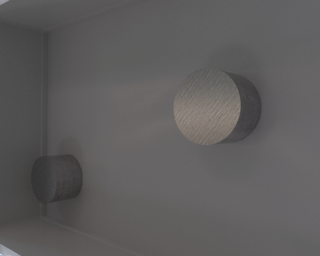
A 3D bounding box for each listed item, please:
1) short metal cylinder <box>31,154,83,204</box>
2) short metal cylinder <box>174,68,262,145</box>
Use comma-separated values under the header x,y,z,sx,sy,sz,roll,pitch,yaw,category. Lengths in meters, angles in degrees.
x,y,z,sx,sy,sz,roll,pitch,yaw,category
-0.180,0.087,0.540,0.080,0.050,0.080,0,90,40,short metal cylinder
0.062,-0.022,0.339,0.080,0.050,0.080,0,90,40,short metal cylinder
